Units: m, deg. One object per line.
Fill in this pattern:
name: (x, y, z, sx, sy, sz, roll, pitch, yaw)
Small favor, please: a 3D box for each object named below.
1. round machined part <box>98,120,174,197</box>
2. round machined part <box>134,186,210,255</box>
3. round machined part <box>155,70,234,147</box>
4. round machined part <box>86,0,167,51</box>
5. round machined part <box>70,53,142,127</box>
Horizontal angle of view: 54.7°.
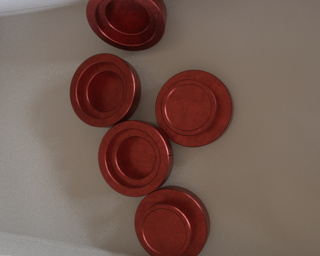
round machined part: (-0.028, 0.038, 0.410, 0.098, 0.042, 0.097, 0, 91, 20)
round machined part: (0.012, 0.126, 0.397, 0.098, 0.042, 0.097, 0, 90, 19)
round machined part: (0.040, -0.024, 0.387, 0.098, 0.042, 0.097, 0, 90, 19)
round machined part: (-0.040, -0.148, 0.393, 0.098, 0.098, 0.042, -2, 58, 19)
round machined part: (-0.070, -0.049, 0.423, 0.098, 0.042, 0.097, -1, 87, 21)
